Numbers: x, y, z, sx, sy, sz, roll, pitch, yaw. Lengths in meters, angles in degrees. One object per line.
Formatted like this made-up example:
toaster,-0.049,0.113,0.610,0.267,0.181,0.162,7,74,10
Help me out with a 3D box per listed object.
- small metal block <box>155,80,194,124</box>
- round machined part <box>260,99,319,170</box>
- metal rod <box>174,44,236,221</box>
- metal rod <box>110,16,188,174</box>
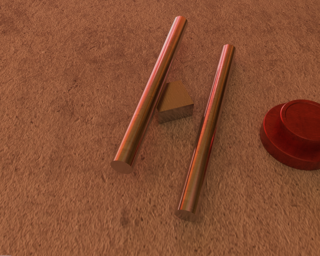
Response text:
small metal block,0.014,-0.037,0.434,0.050,0.025,0.050,-14,52,-12
round machined part,0.182,0.002,0.393,0.099,0.042,0.098,0,50,0
metal rod,0.070,-0.018,0.418,0.025,0.025,0.300,13,51,10
metal rod,-0.003,-0.068,0.427,0.025,0.025,0.300,12,50,9
